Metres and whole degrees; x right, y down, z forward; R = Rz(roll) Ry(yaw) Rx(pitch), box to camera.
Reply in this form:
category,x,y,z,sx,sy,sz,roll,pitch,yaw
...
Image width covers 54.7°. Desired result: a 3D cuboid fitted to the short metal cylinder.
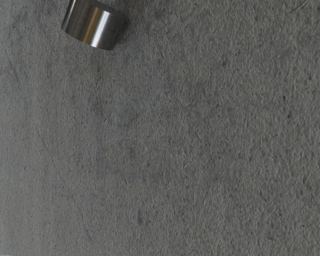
category,x,y,z,sx,sy,sz,roll,pitch,yaw
short metal cylinder,-0.095,-0.154,0.448,0.080,0.081,0.050,41,115,32
